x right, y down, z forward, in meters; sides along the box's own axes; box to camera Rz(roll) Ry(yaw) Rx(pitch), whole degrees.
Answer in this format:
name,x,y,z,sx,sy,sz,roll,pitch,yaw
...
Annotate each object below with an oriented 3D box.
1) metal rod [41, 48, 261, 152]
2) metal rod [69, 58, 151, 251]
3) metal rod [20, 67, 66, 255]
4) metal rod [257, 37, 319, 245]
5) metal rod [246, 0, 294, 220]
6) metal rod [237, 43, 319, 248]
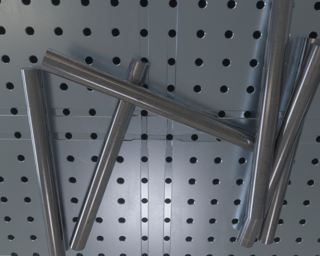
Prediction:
name,x,y,z,sx,sy,sz,roll,pitch,yaw
metal rod,0.009,-0.025,0.383,0.302,0.025,0.025,21,109,-16
metal rod,-0.075,0.049,0.430,0.025,0.025,0.298,19,109,-7
metal rod,-0.160,0.066,0.436,0.025,0.025,0.298,0,110,0
metal rod,0.174,0.031,0.425,0.025,0.025,0.298,5,110,-2
metal rod,0.135,-0.029,0.382,0.025,0.025,0.298,3,102,-1
metal rod,0.155,0.041,0.409,0.025,0.025,0.298,9,115,-4
